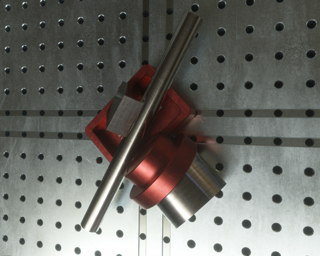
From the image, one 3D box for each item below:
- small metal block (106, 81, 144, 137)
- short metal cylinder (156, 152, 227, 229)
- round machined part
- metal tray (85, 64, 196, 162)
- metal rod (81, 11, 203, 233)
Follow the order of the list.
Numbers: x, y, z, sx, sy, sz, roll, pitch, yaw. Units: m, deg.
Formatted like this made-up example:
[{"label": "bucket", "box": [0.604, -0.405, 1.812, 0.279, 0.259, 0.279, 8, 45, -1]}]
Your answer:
[{"label": "small metal block", "box": [-0.046, -0.025, 0.391, 0.025, 0.050, 0.050, 23, 112, -20]}, {"label": "short metal cylinder", "box": [0.032, 0.074, 0.370, 0.080, 0.080, 0.050, -45, 76, 14]}, {"label": "round machined part", "box": [-0.005, 0.043, 0.364, 0.042, 0.098, 0.098, 41, 103, -7]}, {"label": "metal tray", "box": [-0.028, -0.009, 0.418, 0.130, 0.030, 0.090, -45, 77, 14]}, {"label": "metal rod", "box": [-0.027, 0.000, 0.389, 0.025, 0.025, 0.298, 30, 99, 17]}]
